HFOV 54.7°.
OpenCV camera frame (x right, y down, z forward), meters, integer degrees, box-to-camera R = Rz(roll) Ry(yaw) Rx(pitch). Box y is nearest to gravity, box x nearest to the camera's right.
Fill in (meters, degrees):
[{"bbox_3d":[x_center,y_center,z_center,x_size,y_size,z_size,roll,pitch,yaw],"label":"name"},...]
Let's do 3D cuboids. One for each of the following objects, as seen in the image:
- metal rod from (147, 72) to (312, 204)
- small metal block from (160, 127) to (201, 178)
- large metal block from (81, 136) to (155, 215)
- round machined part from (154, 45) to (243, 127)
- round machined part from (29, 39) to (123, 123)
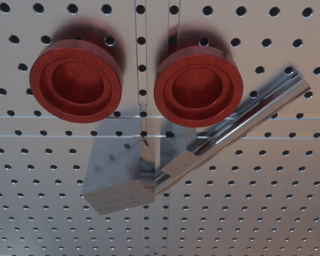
[{"bbox_3d":[0.071,0.029,0.437,0.025,0.025,0.299,34,122,-26],"label":"metal rod"},{"bbox_3d":[0.026,0.031,0.422,0.025,0.050,0.050,33,123,-25],"label":"small metal block"},{"bbox_3d":[-0.054,0.065,0.430,0.080,0.080,0.050,-17,128,13],"label":"large metal block"},{"bbox_3d":[0.042,-0.051,0.358,0.099,0.042,0.097,0,130,0],"label":"round machined part"},{"bbox_3d":[-0.091,-0.056,0.352,0.099,0.042,0.097,0,130,0],"label":"round machined part"}]
